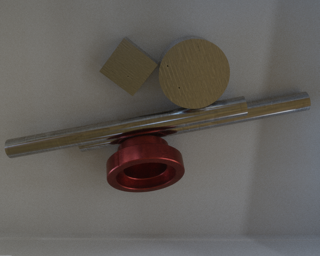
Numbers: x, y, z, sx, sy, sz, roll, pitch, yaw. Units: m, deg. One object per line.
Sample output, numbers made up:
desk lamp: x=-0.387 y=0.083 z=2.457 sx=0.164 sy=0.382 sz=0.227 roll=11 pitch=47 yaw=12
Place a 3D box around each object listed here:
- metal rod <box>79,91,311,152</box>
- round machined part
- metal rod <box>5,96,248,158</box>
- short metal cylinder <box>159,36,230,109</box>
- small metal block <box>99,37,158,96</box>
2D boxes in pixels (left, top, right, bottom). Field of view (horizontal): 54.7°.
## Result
metal rod: x=0.041 y=-0.007 z=0.409 sx=0.302 sy=0.025 sz=0.025 roll=-11 pitch=110 yaw=3
round machined part: x=-0.020 y=0.044 z=0.402 sx=0.099 sy=0.042 sz=0.098 roll=-6 pitch=146 yaw=-4
metal rod: x=-0.044 y=0.000 z=0.389 sx=0.302 sy=0.025 sz=0.025 roll=-10 pitch=110 yaw=3
short metal cylinder: x=0.039 y=-0.068 z=0.373 sx=0.081 sy=0.050 sz=0.079 roll=0 pitch=110 yaw=-1
small metal block: x=-0.038 y=-0.076 z=0.383 sx=0.050 sy=0.025 sz=0.050 roll=37 pitch=106 yaw=-13
